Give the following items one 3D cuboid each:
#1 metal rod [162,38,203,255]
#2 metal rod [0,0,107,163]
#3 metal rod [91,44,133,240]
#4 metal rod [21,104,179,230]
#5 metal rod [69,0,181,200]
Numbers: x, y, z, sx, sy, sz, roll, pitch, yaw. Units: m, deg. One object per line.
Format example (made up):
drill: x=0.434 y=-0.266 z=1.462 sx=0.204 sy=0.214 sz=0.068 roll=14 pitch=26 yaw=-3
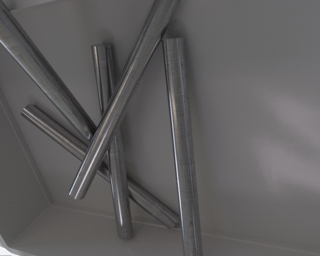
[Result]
metal rod: x=0.030 y=0.046 z=0.377 sx=0.025 sy=0.025 sz=0.298 roll=1 pitch=105 yaw=28
metal rod: x=-0.116 y=-0.037 z=0.359 sx=0.025 sy=0.025 sz=0.299 roll=10 pitch=151 yaw=23
metal rod: x=-0.064 y=0.034 z=0.441 sx=0.025 sy=0.025 sz=0.298 roll=7 pitch=115 yaw=24
metal rod: x=-0.097 y=0.060 z=0.496 sx=0.300 sy=0.025 sz=0.025 roll=37 pitch=129 yaw=3
metal rod: x=-0.055 y=-0.021 z=0.386 sx=0.025 sy=0.025 sz=0.298 roll=33 pitch=117 yaw=7
